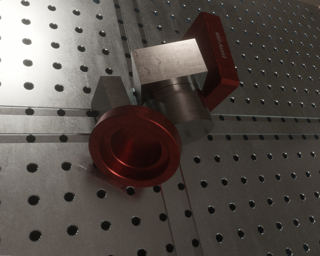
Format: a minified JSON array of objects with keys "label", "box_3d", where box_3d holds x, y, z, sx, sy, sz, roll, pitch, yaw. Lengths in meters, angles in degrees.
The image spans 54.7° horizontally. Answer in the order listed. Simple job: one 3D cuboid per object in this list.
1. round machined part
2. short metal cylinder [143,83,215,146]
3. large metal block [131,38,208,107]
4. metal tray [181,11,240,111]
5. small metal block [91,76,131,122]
[{"label":"round machined part","box_3d":[-0.024,0.016,0.343,0.098,0.097,0.042,30,34,-10]},{"label":"short metal cylinder","box_3d":[0.023,-0.013,0.395,0.081,0.080,0.050,-3,63,-30]},{"label":"large metal block","box_3d":[0.009,-0.063,0.402,0.081,0.080,0.050,-13,67,-8]},{"label":"metal tray","box_3d":[0.064,-0.094,0.459,0.030,0.090,0.130,6,59,-26]},{"label":"small metal block","box_3d":[-0.059,-0.027,0.374,0.025,0.050,0.050,-5,57,-31]}]
